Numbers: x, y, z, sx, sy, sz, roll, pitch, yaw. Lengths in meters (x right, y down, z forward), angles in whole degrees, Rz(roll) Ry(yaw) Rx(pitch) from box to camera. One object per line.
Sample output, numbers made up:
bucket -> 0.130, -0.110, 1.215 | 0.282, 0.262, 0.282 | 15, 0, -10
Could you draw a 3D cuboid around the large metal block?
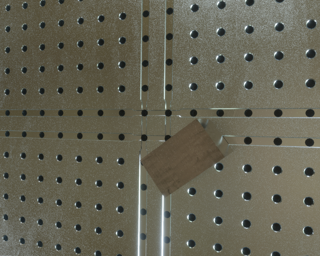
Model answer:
large metal block -> 0.035, 0.033, 0.370 | 0.080, 0.080, 0.050 | -38, 78, 16
